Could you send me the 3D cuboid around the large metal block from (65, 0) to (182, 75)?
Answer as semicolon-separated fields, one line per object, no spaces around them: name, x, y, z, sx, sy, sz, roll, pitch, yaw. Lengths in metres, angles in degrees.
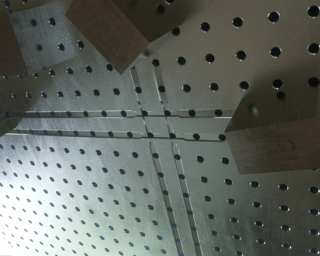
large metal block;-0.035;-0.113;0.324;0.080;0.080;0.050;47;129;-5

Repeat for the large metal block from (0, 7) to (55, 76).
large metal block;-0.205;-0.120;0.430;0.080;0.050;0.080;7;121;25

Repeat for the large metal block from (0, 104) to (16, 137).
large metal block;-0.325;0.004;0.551;0.080;0.080;0.050;-12;112;33

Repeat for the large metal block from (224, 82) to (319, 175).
large metal block;0.120;0.000;0.312;0.080;0.080;0.050;-11;113;33
